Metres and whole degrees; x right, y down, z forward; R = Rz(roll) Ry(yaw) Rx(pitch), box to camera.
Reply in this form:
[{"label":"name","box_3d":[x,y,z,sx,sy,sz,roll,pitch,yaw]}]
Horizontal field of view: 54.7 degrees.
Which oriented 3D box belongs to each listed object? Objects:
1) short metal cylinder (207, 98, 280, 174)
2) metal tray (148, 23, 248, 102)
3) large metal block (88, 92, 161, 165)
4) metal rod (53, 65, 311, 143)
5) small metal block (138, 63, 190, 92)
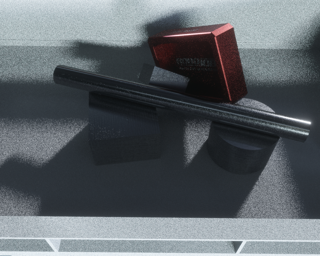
[{"label":"short metal cylinder","box_3d":[0.101,0.009,0.381,0.081,0.050,0.080,0,50,0]},{"label":"metal tray","box_3d":[0.044,-0.081,0.397,0.030,0.090,0.130,-33,28,-26]},{"label":"large metal block","box_3d":[-0.045,-0.004,0.390,0.081,0.050,0.080,-6,50,-6]},{"label":"metal rod","box_3d":[0.015,-0.032,0.364,0.301,0.025,0.025,14,51,11]},{"label":"small metal block","box_3d":[0.004,-0.065,0.414,0.050,0.025,0.050,15,10,-22]}]
